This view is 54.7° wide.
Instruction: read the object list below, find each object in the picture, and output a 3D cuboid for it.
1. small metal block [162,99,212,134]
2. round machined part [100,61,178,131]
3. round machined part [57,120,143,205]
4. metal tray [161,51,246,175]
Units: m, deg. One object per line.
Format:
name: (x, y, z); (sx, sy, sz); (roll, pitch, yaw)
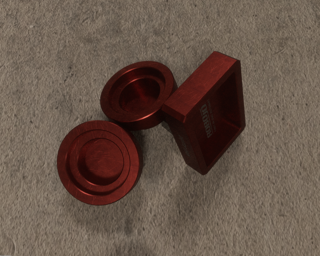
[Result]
small metal block: (0.038, -0.009, 0.412); (0.050, 0.025, 0.050); (39, 74, 13)
round machined part: (-0.023, -0.037, 0.400); (0.098, 0.042, 0.098); (-10, 54, 15)
round machined part: (-0.068, 0.040, 0.373); (0.099, 0.042, 0.097); (0, 89, 8)
metal tray: (0.057, -0.011, 0.356); (0.030, 0.130, 0.090); (33, 72, 33)
